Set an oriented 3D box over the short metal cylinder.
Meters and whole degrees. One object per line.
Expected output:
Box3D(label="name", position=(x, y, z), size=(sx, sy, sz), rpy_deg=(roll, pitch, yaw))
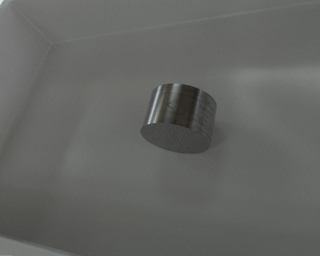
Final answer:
Box3D(label="short metal cylinder", position=(0.023, -0.009, 0.363), size=(0.080, 0.080, 0.050), rpy_deg=(1, 63, 28))
